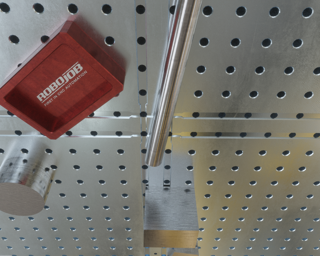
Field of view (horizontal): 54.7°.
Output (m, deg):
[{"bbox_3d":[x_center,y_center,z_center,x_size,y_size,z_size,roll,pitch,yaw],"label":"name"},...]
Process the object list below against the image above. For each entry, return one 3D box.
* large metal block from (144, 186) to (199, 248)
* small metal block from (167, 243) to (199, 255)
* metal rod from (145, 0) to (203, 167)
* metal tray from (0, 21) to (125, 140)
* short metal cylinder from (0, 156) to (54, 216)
[{"bbox_3d":[0.016,0.142,0.496,0.081,0.080,0.050,2,130,-2],"label":"large metal block"},{"bbox_3d":[0.046,0.255,0.630,0.050,0.025,0.050,11,129,-9],"label":"small metal block"},{"bbox_3d":[0.015,-0.065,0.356,0.025,0.025,0.298,7,130,-6],"label":"metal rod"},{"bbox_3d":[-0.117,-0.049,0.365,0.130,0.030,0.090,-32,123,24],"label":"metal tray"},{"bbox_3d":[-0.209,0.089,0.469,0.081,0.050,0.079,0,130,0],"label":"short metal cylinder"}]
